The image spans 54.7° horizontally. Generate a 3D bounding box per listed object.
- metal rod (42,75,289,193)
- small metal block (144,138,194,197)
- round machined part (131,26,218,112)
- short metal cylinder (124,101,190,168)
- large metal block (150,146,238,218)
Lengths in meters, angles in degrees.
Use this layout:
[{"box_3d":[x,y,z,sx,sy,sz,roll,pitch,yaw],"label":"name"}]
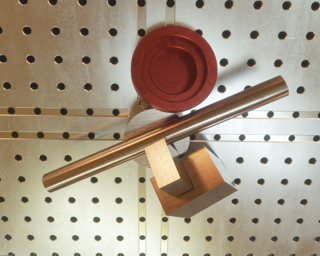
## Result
[{"box_3d":[0.000,0.011,0.363,0.301,0.025,0.025,-23,109,7],"label":"metal rod"},{"box_3d":[0.011,0.046,0.352,0.025,0.050,0.050,-28,150,9],"label":"small metal block"},{"box_3d":[0.015,-0.066,0.368,0.099,0.042,0.097,0,88,-6],"label":"round machined part"},{"box_3d":[-0.004,0.006,0.401,0.081,0.050,0.079,0,110,-1],"label":"short metal cylinder"},{"box_3d":[0.046,0.074,0.404,0.080,0.050,0.080,-33,152,11],"label":"large metal block"}]
